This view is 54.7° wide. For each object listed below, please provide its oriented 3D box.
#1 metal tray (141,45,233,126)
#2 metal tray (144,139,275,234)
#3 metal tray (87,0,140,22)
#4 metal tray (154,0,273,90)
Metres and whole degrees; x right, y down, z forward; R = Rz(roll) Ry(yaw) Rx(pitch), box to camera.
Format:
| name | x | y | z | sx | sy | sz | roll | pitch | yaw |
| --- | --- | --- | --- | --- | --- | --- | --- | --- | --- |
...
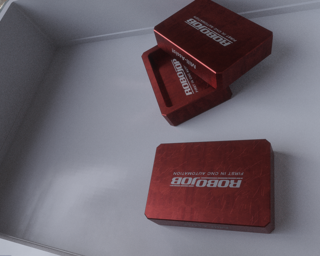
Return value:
| name | x | y | z | sx | sy | sz | roll | pitch | yaw |
| --- | --- | --- | --- | --- | --- | --- | --- | --- | --- |
| metal tray | 0.033 | -0.076 | 0.431 | 0.090 | 0.030 | 0.130 | -27 | 52 | 11 |
| metal tray | 0.054 | 0.061 | 0.337 | 0.130 | 0.030 | 0.090 | -4 | 60 | 26 |
| metal tray | -0.072 | -0.275 | 0.612 | 0.090 | 0.030 | 0.130 | 35 | 81 | 38 |
| metal tray | 0.065 | -0.114 | 0.401 | 0.090 | 0.030 | 0.130 | -37 | 55 | -12 |
